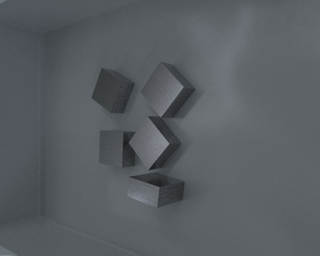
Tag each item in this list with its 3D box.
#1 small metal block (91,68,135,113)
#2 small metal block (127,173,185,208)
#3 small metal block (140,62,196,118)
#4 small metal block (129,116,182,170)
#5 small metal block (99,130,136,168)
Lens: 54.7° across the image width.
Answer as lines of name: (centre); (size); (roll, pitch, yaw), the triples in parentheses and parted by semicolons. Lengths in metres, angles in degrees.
small metal block: (-0.071, -0.056, 0.463); (0.050, 0.025, 0.050); (35, 112, 34)
small metal block: (-0.005, 0.077, 0.393); (0.050, 0.050, 0.025); (10, 97, 39)
small metal block: (0.009, -0.048, 0.398); (0.050, 0.025, 0.050); (52, 120, 27)
small metal block: (-0.008, 0.020, 0.411); (0.050, 0.025, 0.050); (52, 120, 27)
small metal block: (-0.063, 0.029, 0.457); (0.050, 0.025, 0.050); (4, 92, 39)
